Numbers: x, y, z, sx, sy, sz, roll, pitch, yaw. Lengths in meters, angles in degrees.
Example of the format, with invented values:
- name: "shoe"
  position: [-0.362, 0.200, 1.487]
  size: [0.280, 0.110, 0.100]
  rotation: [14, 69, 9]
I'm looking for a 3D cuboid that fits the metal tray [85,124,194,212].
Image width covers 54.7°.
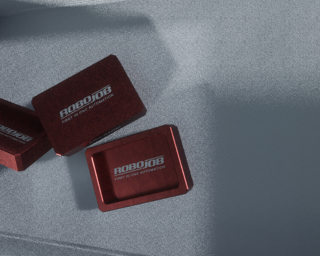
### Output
- name: "metal tray"
  position: [-0.030, 0.055, 0.418]
  size: [0.130, 0.030, 0.090]
  rotation: [-17, 84, 19]

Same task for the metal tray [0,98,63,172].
- name: "metal tray"
  position: [-0.221, 0.005, 0.449]
  size: [0.130, 0.090, 0.030]
  rotation: [19, 127, 16]

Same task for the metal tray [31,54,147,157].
- name: "metal tray"
  position: [-0.096, -0.030, 0.423]
  size: [0.130, 0.030, 0.090]
  rotation: [-29, 80, 0]
